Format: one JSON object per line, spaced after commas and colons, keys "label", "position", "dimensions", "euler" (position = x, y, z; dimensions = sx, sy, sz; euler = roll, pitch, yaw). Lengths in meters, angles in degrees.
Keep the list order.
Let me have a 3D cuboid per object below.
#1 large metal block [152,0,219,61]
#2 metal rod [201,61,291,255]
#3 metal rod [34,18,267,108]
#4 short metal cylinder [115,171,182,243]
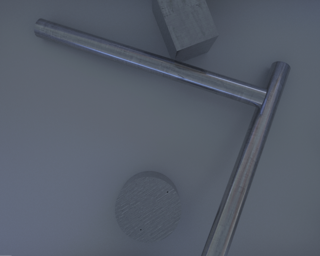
{"label": "large metal block", "position": [0.028, -0.132, 0.384], "dimensions": [0.050, 0.080, 0.080], "euler": [-21, 90, 0]}
{"label": "metal rod", "position": [0.101, 0.045, 0.363], "dimensions": [0.025, 0.025, 0.300], "euler": [26, 70, 0]}
{"label": "metal rod", "position": [-0.017, -0.084, 0.392], "dimensions": [0.301, 0.025, 0.025], "euler": [19, 90, 7]}
{"label": "short metal cylinder", "position": [-0.014, 0.099, 0.399], "dimensions": [0.081, 0.050, 0.079], "euler": [0, 90, -1]}
